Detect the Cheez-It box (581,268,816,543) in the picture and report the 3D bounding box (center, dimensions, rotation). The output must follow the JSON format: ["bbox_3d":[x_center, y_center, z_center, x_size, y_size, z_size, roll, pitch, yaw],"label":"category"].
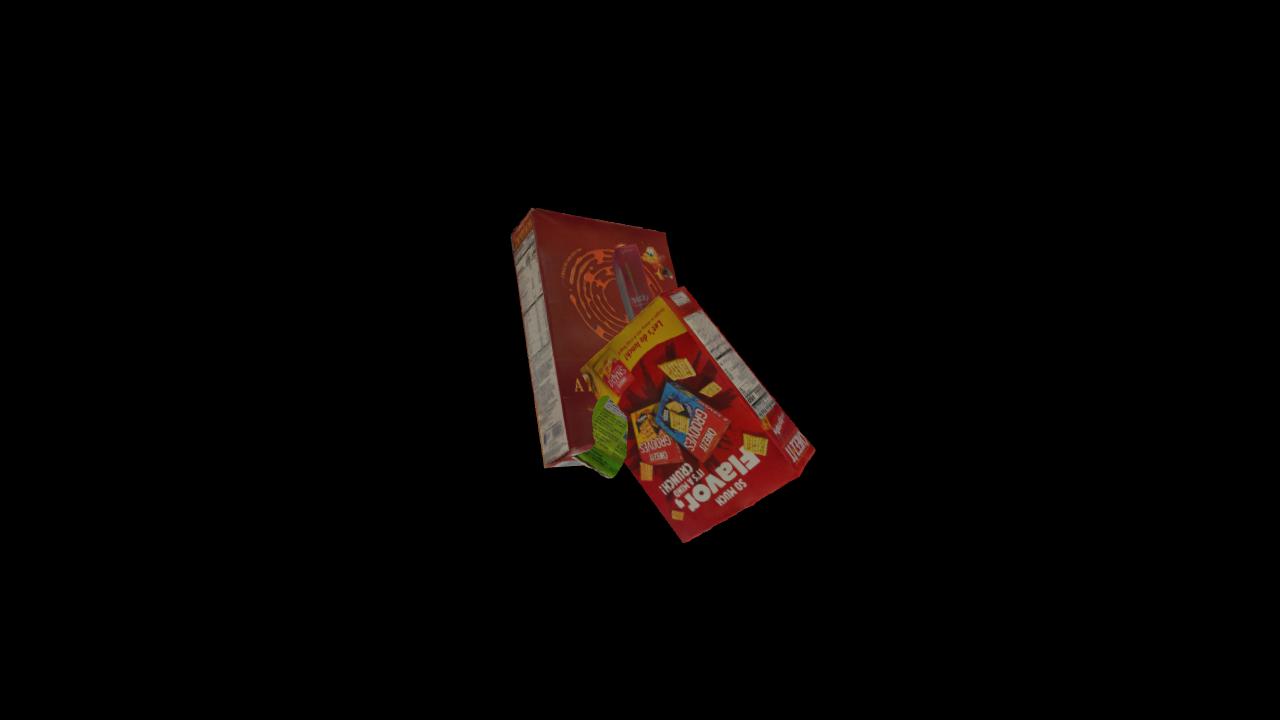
[{"bbox_3d":[0.048,0.059,0.651,0.166,0.223,0.071,-42,-8,33],"label":"Cheez-It box"}]

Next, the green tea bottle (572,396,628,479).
[{"bbox_3d":[-0.003,0.027,0.686,0.073,0.212,0.073,33,-8,5],"label":"green tea bottle"}]

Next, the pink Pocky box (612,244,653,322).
[{"bbox_3d":[-0.001,-0.053,0.735,0.029,0.155,0.084,-15,-7,-10],"label":"pink Pocky box"}]

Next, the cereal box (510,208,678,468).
[{"bbox_3d":[-0.036,-0.028,0.757,0.203,0.306,0.081,2,-24,-35],"label":"cereal box"}]
